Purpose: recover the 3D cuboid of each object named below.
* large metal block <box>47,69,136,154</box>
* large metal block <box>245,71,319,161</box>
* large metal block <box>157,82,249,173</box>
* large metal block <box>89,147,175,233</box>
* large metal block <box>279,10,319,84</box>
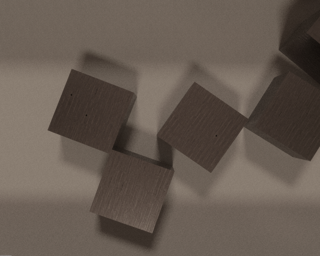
[{"bbox_3d":[-0.083,-0.020,0.398,0.080,0.050,0.080,21,90,-1],"label":"large metal block"},{"bbox_3d":[0.170,-0.014,0.401,0.080,0.050,0.080,32,90,-1],"label":"large metal block"},{"bbox_3d":[0.052,-0.001,0.400,0.080,0.050,0.080,35,90,-1],"label":"large metal block"},{"bbox_3d":[-0.034,0.076,0.399,0.080,0.050,0.080,20,90,-1],"label":"large metal block"},{"bbox_3d":[0.211,-0.101,0.387,0.080,0.080,0.050,40,90,-1],"label":"large metal block"}]
